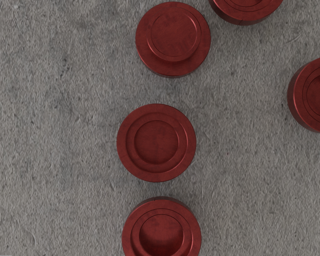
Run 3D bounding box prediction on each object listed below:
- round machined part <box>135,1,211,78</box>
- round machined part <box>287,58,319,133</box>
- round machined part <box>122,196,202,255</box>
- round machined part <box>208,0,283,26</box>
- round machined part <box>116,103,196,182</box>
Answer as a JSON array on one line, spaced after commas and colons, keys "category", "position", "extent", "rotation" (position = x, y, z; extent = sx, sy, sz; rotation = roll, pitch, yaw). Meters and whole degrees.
[{"category": "round machined part", "position": [0.017, -0.116, 0.401], "extent": [0.099, 0.042, 0.097], "rotation": [0, 90, 0]}, {"category": "round machined part", "position": [0.214, -0.041, 0.403], "extent": [0.099, 0.042, 0.097], "rotation": [0, 90, 0]}, {"category": "round machined part", "position": [0.002, 0.137, 0.401], "extent": [0.099, 0.042, 0.097], "rotation": [0, 90, 0]}, {"category": "round machined part", "position": [0.109, -0.181, 0.402], "extent": [0.099, 0.042, 0.097], "rotation": [0, 90, 0]}, {"category": "round machined part", "position": [-0.004, 0.018, 0.401], "extent": [0.099, 0.042, 0.097], "rotation": [0, 90, 0]}]
